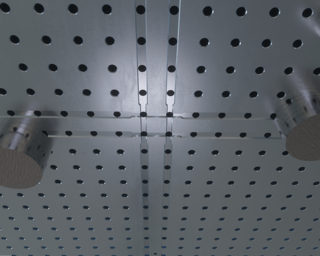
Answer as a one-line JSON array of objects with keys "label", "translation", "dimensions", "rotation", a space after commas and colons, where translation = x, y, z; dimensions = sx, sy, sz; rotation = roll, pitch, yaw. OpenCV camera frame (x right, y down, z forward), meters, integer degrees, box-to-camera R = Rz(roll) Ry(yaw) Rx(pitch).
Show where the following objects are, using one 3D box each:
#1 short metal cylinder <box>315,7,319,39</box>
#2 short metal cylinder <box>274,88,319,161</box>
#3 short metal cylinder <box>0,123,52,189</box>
[{"label": "short metal cylinder", "translation": [0.206, -0.105, 0.308], "dimensions": [0.081, 0.050, 0.079], "rotation": [0, 130, 0]}, {"label": "short metal cylinder", "translation": [0.194, -0.004, 0.394], "dimensions": [0.081, 0.050, 0.079], "rotation": [0, 130, 0]}, {"label": "short metal cylinder", "translation": [-0.196, 0.039, 0.426], "dimensions": [0.081, 0.050, 0.079], "rotation": [0, 130, 0]}]
